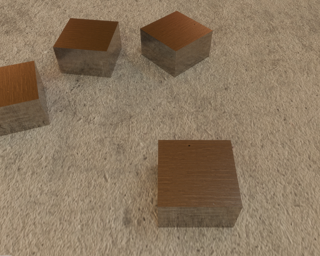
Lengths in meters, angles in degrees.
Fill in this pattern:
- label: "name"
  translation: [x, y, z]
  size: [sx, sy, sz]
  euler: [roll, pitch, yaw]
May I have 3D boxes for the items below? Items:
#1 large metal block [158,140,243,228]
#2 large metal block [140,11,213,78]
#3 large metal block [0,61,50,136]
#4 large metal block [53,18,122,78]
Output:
- label: "large metal block"
  translation: [0.038, 0.060, 0.337]
  size: [0.081, 0.050, 0.080]
  euler: [0, 50, 0]
- label: "large metal block"
  translation: [0.026, -0.138, 0.503]
  size: [0.080, 0.050, 0.080]
  euler: [-35, 58, -26]
- label: "large metal block"
  translation: [-0.201, -0.040, 0.419]
  size: [0.081, 0.050, 0.080]
  euler: [-14, 52, -12]
- label: "large metal block"
  translation: [-0.111, -0.129, 0.494]
  size: [0.080, 0.050, 0.080]
  euler: [6, 50, 5]
